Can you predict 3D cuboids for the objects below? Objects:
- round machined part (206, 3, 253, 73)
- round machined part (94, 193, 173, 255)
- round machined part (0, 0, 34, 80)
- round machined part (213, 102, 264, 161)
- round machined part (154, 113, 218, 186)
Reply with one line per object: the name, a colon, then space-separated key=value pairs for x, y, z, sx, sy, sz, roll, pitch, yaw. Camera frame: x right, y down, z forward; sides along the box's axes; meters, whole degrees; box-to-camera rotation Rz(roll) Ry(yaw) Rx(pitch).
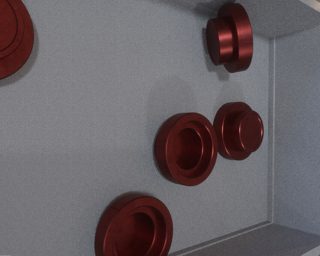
round machined part: x=0.097 y=-0.129 z=0.456 sx=0.042 sy=0.098 sz=0.097 roll=-12 pitch=99 yaw=-3
round machined part: x=-0.035 y=0.127 z=0.369 sx=0.099 sy=0.042 sz=0.097 roll=0 pitch=90 yaw=-40
round machined part: x=-0.157 y=-0.088 z=0.264 sx=0.099 sy=0.042 sz=0.097 roll=0 pitch=90 yaw=-40
round machined part: x=0.135 y=0.005 z=0.512 sx=0.099 sy=0.042 sz=0.097 roll=0 pitch=90 yaw=-40
round machined part: x=0.031 y=0.028 z=0.424 sx=0.099 sy=0.042 sz=0.097 roll=0 pitch=90 yaw=-40
